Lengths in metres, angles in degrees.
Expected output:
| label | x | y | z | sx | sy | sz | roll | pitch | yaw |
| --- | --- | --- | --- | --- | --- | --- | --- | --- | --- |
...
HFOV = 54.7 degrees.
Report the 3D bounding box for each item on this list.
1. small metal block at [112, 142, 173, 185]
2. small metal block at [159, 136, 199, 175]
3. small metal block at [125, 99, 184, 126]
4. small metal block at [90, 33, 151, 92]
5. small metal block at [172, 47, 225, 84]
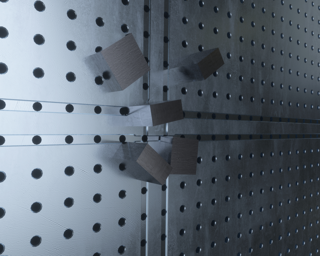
| label | x | y | z | sx | sy | sz | roll | pitch | yaw |
| --- | --- | --- | --- | --- | --- | --- | --- | --- | --- |
| small metal block | -0.021 | 0.042 | 0.377 | 0.050 | 0.050 | 0.025 | 47 | 62 | -30 |
| small metal block | 0.026 | 0.039 | 0.433 | 0.050 | 0.025 | 0.050 | 8 | 85 | -40 |
| small metal block | -0.007 | -0.019 | 0.389 | 0.050 | 0.050 | 0.025 | -14 | 99 | -39 |
| small metal block | -0.046 | -0.078 | 0.372 | 0.050 | 0.025 | 0.050 | -43 | 116 | -32 |
| small metal block | 0.054 | -0.088 | 0.440 | 0.050 | 0.050 | 0.025 | -41 | 115 | -33 |
